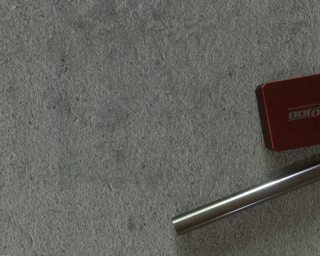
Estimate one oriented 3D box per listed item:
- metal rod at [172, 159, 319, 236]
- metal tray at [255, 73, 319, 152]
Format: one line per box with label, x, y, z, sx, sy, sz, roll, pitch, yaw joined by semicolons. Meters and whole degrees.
metal rod;0.161;0.076;0.412;0.301;0.025;0.025;-21;90;-1
metal tray;0.201;-0.024;0.410;0.131;0.030;0.089;-10;90;-1
